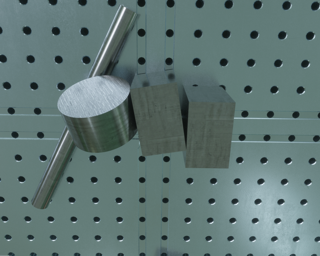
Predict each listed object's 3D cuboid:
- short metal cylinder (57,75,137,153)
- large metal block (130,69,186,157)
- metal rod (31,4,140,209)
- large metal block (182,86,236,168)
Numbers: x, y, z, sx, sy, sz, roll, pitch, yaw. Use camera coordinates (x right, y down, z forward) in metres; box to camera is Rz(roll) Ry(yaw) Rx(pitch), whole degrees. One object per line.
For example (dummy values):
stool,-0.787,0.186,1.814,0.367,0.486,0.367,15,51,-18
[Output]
short metal cylinder,-0.068,-0.018,0.354,0.080,0.080,0.050,-9,130,3
large metal block,-0.001,-0.022,0.376,0.050,0.080,0.079,-8,110,3
metal rod,-0.105,-0.014,0.406,0.025,0.025,0.298,26,108,-10
large metal block,0.055,-0.004,0.383,0.050,0.080,0.079,1,110,-1
